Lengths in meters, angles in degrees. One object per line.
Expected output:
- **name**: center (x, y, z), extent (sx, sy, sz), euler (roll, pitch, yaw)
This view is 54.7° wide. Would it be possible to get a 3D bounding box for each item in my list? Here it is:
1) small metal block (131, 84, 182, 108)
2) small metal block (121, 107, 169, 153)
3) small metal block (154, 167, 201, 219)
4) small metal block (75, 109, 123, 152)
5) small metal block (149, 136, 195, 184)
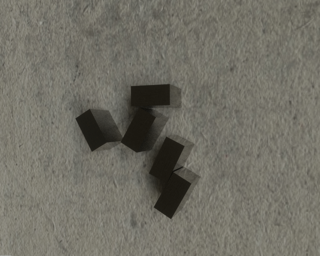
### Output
- **small metal block**: center (-0.004, -0.039, 0.396), extent (0.050, 0.050, 0.025), euler (0, 90, 19)
- **small metal block**: center (-0.018, 0.002, 0.401), extent (0.025, 0.050, 0.050), euler (32, 100, 17)
- **small metal block**: center (0.023, 0.079, 0.387), extent (0.025, 0.050, 0.050), euler (31, 100, 17)
- **small metal block**: center (-0.081, 0.003, 0.423), extent (0.025, 0.050, 0.050), euler (-31, 80, 17)
- **small metal block**: center (0.016, 0.038, 0.389), extent (0.025, 0.050, 0.050), euler (28, 99, 17)
